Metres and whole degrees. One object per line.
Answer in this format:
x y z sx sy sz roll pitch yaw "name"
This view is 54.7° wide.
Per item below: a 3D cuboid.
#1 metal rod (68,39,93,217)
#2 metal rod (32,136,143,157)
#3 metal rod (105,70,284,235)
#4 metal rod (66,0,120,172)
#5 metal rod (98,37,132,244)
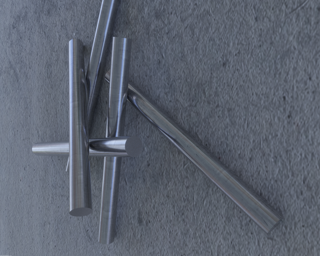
-0.115 -0.023 0.436 0.025 0.025 0.299 -41 46 32 "metal rod"
-0.128 0.030 0.468 0.299 0.025 0.025 -5 87 49 "metal rod"
0.022 0.010 0.386 0.300 0.025 0.025 43 116 31 "metal rod"
-0.109 -0.067 0.494 0.025 0.025 0.298 25 106 37 "metal rod"
-0.065 0.027 0.436 0.025 0.025 0.298 18 108 38 "metal rod"
